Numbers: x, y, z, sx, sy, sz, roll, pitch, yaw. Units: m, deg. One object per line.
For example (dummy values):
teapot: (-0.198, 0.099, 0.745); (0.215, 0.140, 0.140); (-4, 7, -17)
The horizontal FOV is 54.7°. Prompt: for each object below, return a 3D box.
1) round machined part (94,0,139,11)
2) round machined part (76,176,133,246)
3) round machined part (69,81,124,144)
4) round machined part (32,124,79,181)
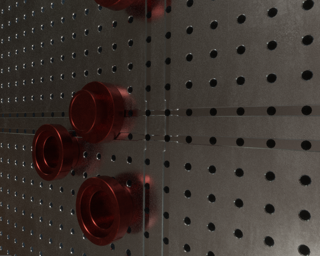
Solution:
round machined part: (-0.053, -0.216, 0.440); (0.098, 0.042, 0.097); (0, 90, 39)
round machined part: (-0.078, 0.120, 0.460); (0.098, 0.042, 0.097); (0, 90, 39)
round machined part: (-0.105, -0.024, 0.482); (0.098, 0.042, 0.097); (0, 90, 39)
round machined part: (-0.180, 0.042, 0.543); (0.098, 0.042, 0.097); (0, 90, 39)
